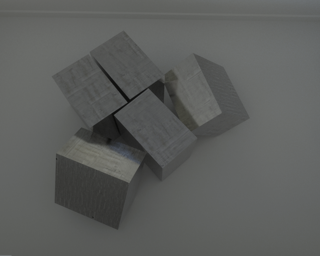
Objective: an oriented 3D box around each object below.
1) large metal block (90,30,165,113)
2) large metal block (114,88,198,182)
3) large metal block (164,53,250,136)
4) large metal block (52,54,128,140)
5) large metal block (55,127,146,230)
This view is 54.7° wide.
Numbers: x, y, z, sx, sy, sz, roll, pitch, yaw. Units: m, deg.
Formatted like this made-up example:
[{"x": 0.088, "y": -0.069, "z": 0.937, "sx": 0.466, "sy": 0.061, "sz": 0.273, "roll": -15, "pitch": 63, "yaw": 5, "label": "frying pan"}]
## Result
[{"x": -0.039, "y": -0.062, "z": 0.401, "sx": 0.050, "sy": 0.080, "sz": 0.080, "roll": -37, "pitch": 75, "yaw": -12, "label": "large metal block"}, {"x": -0.005, "y": 0.012, "z": 0.374, "sx": 0.050, "sy": 0.080, "sz": 0.080, "roll": -40, "pitch": 75, "yaw": -13, "label": "large metal block"}, {"x": 0.058, "y": -0.038, "z": 0.387, "sx": 0.050, "sy": 0.080, "sz": 0.080, "roll": -33, "pitch": 68, "yaw": 31, "label": "large metal block"}, {"x": -0.081, "y": -0.031, "z": 0.390, "sx": 0.050, "sy": 0.080, "sz": 0.080, "roll": -36, "pitch": 74, "yaw": -12, "label": "large metal block"}, {"x": -0.068, "y": 0.057, "z": 0.350, "sx": 0.080, "sy": 0.079, "sz": 0.050, "roll": 21, "pitch": 37, "yaw": 7, "label": "large metal block"}]
